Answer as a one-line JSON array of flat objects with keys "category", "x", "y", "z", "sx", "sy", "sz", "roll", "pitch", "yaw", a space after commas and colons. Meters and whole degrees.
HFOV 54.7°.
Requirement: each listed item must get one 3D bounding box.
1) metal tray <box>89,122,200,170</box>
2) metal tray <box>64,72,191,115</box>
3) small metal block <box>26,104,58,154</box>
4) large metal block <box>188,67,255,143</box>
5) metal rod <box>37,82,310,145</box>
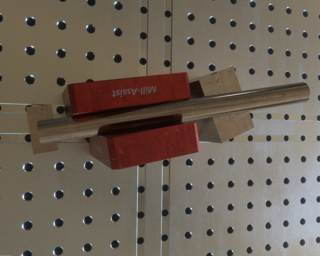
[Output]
[{"category": "metal tray", "x": -0.025, "y": 0.015, "z": 0.348, "sx": 0.091, "sy": 0.130, "sz": 0.030, "roll": -10, "pitch": 94, "yaw": -20}, {"category": "metal tray", "x": -0.042, "y": -0.039, "z": 0.362, "sx": 0.131, "sy": 0.090, "sz": 0.030, "roll": -10, "pitch": 95, "yaw": -20}, {"category": "small metal block", "x": -0.133, "y": 0.001, "z": 0.350, "sx": 0.025, "sy": 0.050, "sz": 0.050, "roll": -9, "pitch": 93, "yaw": -20}, {"category": "large metal block", "x": 0.067, "y": -0.028, "z": 0.408, "sx": 0.050, "sy": 0.080, "sz": 0.080, "roll": -24, "pitch": 98, "yaw": -19}, {"category": "metal rod", "x": 0.025, "y": -0.019, "z": 0.343, "sx": 0.302, "sy": 0.025, "sz": 0.025, "roll": -9, "pitch": 94, "yaw": -11}]
